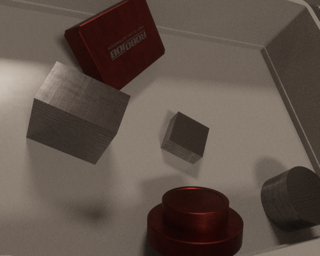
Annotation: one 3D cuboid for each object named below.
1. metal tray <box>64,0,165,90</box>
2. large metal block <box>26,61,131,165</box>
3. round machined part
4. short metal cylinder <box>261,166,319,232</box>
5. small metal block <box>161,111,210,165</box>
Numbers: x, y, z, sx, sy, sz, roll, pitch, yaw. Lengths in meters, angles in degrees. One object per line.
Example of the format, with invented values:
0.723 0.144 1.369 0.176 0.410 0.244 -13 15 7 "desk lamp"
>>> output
-0.053 -0.113 0.413 0.131 0.030 0.090 -48 125 -39 "metal tray"
-0.088 -0.012 0.331 0.080 0.080 0.050 25 53 -14 "large metal block"
0.036 0.092 0.321 0.099 0.098 0.042 -6 103 -31 "round machined part"
0.191 0.100 0.434 0.081 0.050 0.080 14 56 -21 "short metal cylinder"
0.035 0.013 0.418 0.050 0.025 0.050 28 52 -11 "small metal block"
